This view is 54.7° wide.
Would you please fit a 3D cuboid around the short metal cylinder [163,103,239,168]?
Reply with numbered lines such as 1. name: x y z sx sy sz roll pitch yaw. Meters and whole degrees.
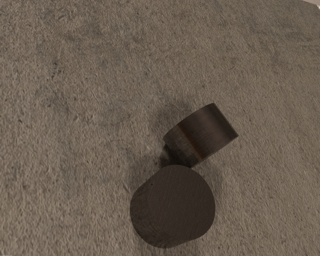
1. short metal cylinder: 0.051 0.012 0.390 0.081 0.080 0.050 -26 76 -37

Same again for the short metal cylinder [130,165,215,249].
1. short metal cylinder: 0.013 0.087 0.343 0.081 0.050 0.080 14 56 -21
